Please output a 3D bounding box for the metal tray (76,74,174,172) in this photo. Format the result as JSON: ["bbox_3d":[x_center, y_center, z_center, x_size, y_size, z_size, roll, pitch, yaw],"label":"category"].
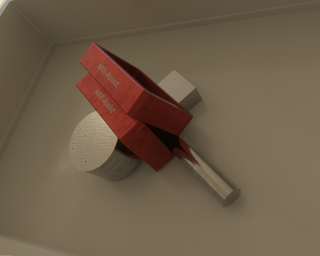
[{"bbox_3d":[-0.045,-0.011,0.391,0.030,0.090,0.130,-43,51,-1],"label":"metal tray"}]

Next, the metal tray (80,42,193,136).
[{"bbox_3d":[-0.030,-0.048,0.373,0.030,0.090,0.130,-54,50,12],"label":"metal tray"}]

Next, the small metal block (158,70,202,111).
[{"bbox_3d":[0.019,-0.043,0.419,0.050,0.025,0.050,-42,51,-1],"label":"small metal block"}]

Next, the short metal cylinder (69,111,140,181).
[{"bbox_3d":[-0.070,0.023,0.401,0.080,0.050,0.080,-14,61,28],"label":"short metal cylinder"}]

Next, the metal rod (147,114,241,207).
[{"bbox_3d":[-0.008,-0.011,0.415,0.025,0.025,0.300,-43,51,-2],"label":"metal rod"}]
